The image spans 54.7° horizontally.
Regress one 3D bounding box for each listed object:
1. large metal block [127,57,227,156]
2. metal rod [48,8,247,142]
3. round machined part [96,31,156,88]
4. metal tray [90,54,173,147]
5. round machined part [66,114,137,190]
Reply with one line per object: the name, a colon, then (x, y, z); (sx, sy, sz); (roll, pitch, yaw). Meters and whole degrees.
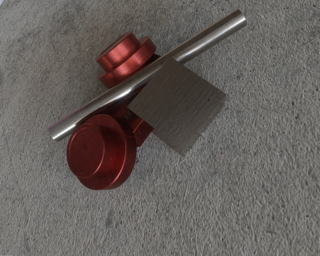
large metal block: (0.021, -0.024, 0.375); (0.080, 0.050, 0.080); (37, 81, 14)
metal rod: (-0.022, -0.067, 0.421); (0.300, 0.025, 0.025); (-31, 52, 8)
round machined part: (-0.057, -0.107, 0.464); (0.098, 0.042, 0.098); (-33, 23, 17)
metal tray: (-0.030, -0.046, 0.446); (0.090, 0.030, 0.130); (27, 76, 37)
round machined part: (-0.081, 0.030, 0.396); (0.098, 0.042, 0.098); (-6, 78, 34)
